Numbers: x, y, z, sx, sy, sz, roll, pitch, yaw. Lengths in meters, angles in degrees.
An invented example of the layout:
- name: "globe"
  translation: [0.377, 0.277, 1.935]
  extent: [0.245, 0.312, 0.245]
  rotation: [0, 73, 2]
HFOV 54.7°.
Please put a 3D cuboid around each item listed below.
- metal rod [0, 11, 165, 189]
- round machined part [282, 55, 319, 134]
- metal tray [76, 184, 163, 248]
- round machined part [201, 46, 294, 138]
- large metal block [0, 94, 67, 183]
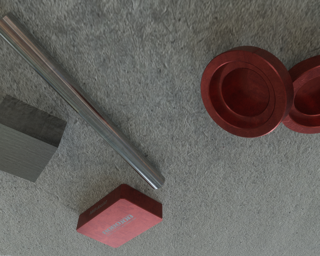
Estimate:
- name: "metal rod"
  translation: [-0.082, -0.013, 0.395]
  extent: [0.025, 0.025, 0.300]
  rotation: [-25, 126, 20]
- name: "round machined part"
  translation: [0.182, -0.043, 0.362]
  extent: [0.099, 0.042, 0.097]
  rotation: [0, 130, 0]
- name: "metal tray"
  translation: [-0.070, 0.156, 0.536]
  extent: [0.090, 0.030, 0.130]
  rotation: [36, 121, -27]
- name: "round machined part"
  translation: [0.097, -0.042, 0.340]
  extent: [0.098, 0.042, 0.097]
  rotation: [23, 128, 33]
- name: "large metal block"
  translation: [-0.180, 0.016, 0.403]
  extent: [0.080, 0.050, 0.080]
  rotation: [28, 125, -22]
